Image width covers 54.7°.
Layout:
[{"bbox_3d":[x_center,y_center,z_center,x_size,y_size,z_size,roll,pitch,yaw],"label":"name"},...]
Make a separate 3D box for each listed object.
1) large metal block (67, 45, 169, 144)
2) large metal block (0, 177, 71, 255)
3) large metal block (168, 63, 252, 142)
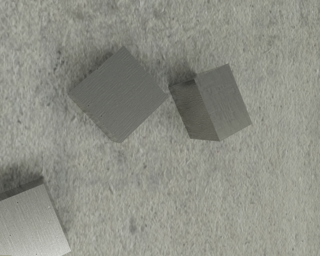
[{"bbox_3d":[-0.052,-0.039,0.377,0.080,0.050,0.080,-45,105,-15],"label":"large metal block"},{"bbox_3d":[-0.153,0.109,0.340,0.081,0.050,0.080,-21,98,-19],"label":"large metal block"},{"bbox_3d":[0.062,-0.031,0.404,0.050,0.080,0.080,-27,99,-18],"label":"large metal block"}]
